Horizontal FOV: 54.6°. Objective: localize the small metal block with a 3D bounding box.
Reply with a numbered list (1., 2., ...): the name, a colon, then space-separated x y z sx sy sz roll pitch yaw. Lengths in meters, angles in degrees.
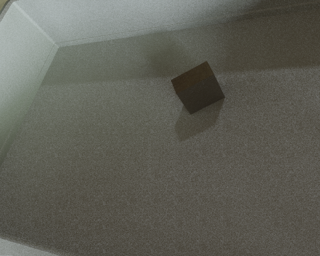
1. small metal block: 0.049 -0.050 0.395 0.050 0.050 0.025 -27 52 11
